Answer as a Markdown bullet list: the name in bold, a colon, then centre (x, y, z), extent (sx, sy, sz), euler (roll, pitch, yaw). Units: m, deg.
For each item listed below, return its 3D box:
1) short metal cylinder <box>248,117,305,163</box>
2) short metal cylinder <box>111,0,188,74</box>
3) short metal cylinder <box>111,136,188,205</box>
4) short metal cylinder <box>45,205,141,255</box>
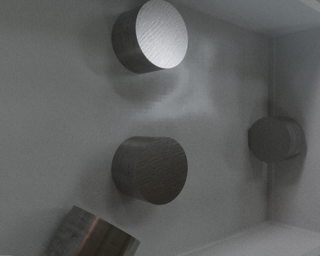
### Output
- **short metal cylinder**: centre (0.204, 0.020, 0.546), extent (0.050, 0.080, 0.079), euler (-3, 92, -40)
- **short metal cylinder**: centre (-0.012, -0.110, 0.382), extent (0.081, 0.050, 0.079), euler (0, 90, -40)
- **short metal cylinder**: centre (-0.012, 0.050, 0.382), extent (0.081, 0.050, 0.079), euler (0, 90, -40)
- **short metal cylinder**: centre (-0.067, 0.121, 0.316), extent (0.080, 0.080, 0.050), euler (44, 64, -32)
